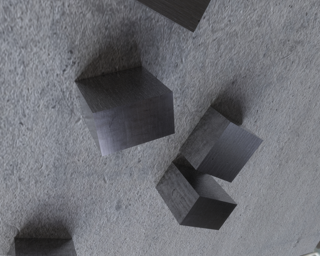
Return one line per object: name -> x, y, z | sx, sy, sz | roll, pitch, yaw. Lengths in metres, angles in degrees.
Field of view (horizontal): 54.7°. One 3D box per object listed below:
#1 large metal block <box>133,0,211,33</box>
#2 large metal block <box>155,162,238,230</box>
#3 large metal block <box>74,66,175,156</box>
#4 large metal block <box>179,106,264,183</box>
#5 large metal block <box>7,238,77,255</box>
large metal block -> 0.011, -0.152, 0.302 | 0.081, 0.050, 0.080 | 17, 109, -35
large metal block -> 0.053, 0.101, 0.463 | 0.080, 0.080, 0.050 | 20, 107, -36
large metal block -> -0.039, -0.023, 0.336 | 0.081, 0.080, 0.050 | -17, 125, -19
large metal block -> 0.090, 0.026, 0.455 | 0.080, 0.050, 0.080 | 24, 105, -37
large metal block -> -0.167, 0.199, 0.422 | 0.081, 0.050, 0.080 | 16, 110, -35
